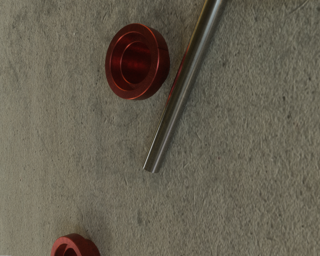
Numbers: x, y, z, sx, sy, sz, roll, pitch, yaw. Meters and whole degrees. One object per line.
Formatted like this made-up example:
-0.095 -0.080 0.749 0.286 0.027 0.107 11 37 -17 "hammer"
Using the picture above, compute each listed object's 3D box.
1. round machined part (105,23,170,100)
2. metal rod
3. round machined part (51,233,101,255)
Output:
-0.025 -0.086 0.415 0.098 0.042 0.097 0 90 40 "round machined part"
0.039 -0.080 0.372 0.025 0.025 0.298 33 110 35 "metal rod"
-0.132 0.220 0.503 0.098 0.042 0.097 0 90 40 "round machined part"
